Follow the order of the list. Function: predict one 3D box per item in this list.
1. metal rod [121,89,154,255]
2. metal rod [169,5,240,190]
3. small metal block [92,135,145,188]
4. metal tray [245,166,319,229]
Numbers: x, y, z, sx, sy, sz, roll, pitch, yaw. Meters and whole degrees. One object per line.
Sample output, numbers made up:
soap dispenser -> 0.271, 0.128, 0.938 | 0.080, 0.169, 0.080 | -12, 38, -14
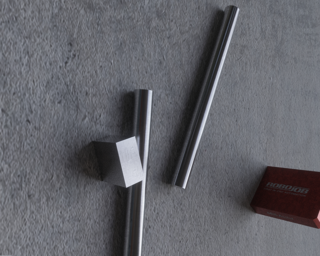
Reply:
metal rod -> -0.031, 0.102, 0.380 | 0.025, 0.025, 0.298 | 7, 86, -40
metal rod -> 0.071, -0.055, 0.466 | 0.025, 0.025, 0.299 | 31, 71, -36
small metal block -> -0.047, 0.036, 0.350 | 0.025, 0.050, 0.050 | -20, 103, -39
metal tray -> 0.228, 0.117, 0.549 | 0.030, 0.130, 0.090 | 50, 60, -29
